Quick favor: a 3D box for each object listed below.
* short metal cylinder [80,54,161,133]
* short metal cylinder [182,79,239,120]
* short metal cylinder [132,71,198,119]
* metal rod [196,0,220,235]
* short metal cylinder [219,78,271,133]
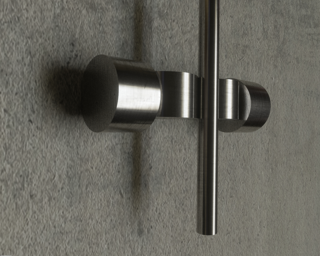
[{"bbox_3d":[-0.044,-0.035,0.333,0.050,0.080,0.080,1,90,-40],"label":"short metal cylinder"},{"bbox_3d":[0.067,-0.037,0.426,0.081,0.080,0.050,1,90,-40],"label":"short metal cylinder"},{"bbox_3d":[0.005,-0.037,0.375,0.081,0.080,0.050,1,90,-40],"label":"short metal cylinder"},{"bbox_3d":[0.058,-0.024,0.374,0.025,0.025,0.298,1,89,-40],"label":"metal rod"},{"bbox_3d":[0.118,-0.033,0.469,0.050,0.080,0.080,1,90,-40],"label":"short metal cylinder"}]
